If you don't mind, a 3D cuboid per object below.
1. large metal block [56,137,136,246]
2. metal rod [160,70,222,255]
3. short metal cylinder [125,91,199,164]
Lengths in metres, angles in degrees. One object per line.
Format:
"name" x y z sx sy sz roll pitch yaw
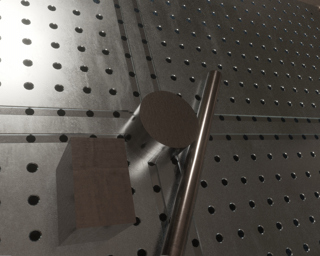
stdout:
"large metal block" -0.067 0.063 0.300 0.050 0.080 0.080 3 61 -27
"metal rod" 0.051 0.027 0.420 0.025 0.025 0.300 28 52 -11
"short metal cylinder" 0.002 0.000 0.395 0.081 0.050 0.080 14 56 -21
